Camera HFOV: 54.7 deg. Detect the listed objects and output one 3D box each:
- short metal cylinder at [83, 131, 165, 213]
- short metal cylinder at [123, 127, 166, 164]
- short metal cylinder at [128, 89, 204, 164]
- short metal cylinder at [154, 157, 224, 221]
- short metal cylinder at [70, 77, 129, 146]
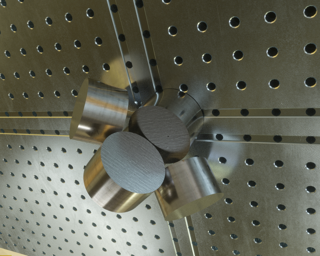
[{"bbox_3d":[-0.041,0.051,0.361,0.080,0.080,0.050,41,129,-1],"label":"short metal cylinder"},{"bbox_3d":[-0.035,0.043,0.438,0.080,0.050,0.079,13,124,20],"label":"short metal cylinder"},{"bbox_3d":[0.008,-0.002,0.387,0.080,0.050,0.079,13,124,20],"label":"short metal cylinder"},{"bbox_3d":[0.034,0.078,0.396,0.080,0.081,0.050,-47,56,39],"label":"short metal cylinder"},{"bbox_3d":[-0.079,-0.019,0.395,0.050,0.080,0.080,15,133,-23],"label":"short metal cylinder"}]
